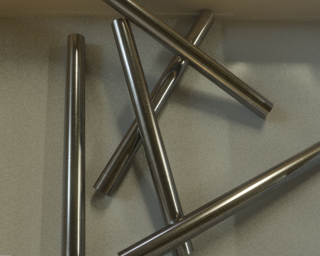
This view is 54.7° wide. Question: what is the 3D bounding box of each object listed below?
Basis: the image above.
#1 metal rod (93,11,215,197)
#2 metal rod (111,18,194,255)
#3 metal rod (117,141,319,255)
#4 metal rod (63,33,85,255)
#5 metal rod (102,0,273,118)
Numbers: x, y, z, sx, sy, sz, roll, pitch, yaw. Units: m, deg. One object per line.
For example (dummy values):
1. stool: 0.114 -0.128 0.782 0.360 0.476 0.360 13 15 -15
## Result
1. metal rod: 0.000 -0.045 0.425 0.025 0.025 0.300 27 72 9
2. metal rod: -0.013 0.003 0.384 0.025 0.025 0.299 -15 80 -5
3. metal rod: 0.094 0.081 0.360 0.302 0.025 0.025 -24 72 -17
4. metal rod: -0.111 0.008 0.405 0.025 0.025 0.299 -4 70 -2
5. metal rod: 0.023 -0.110 0.406 0.301 0.025 0.025 35 73 -5
